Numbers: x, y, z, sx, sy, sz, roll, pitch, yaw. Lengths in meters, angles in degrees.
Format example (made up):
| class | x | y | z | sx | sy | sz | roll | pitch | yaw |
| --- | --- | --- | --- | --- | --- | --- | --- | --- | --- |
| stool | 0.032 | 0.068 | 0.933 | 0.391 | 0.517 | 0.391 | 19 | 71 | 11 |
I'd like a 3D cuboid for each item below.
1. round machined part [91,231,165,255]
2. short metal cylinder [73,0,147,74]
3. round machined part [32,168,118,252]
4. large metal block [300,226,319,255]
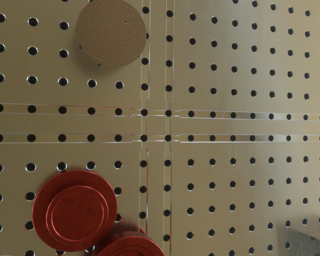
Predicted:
| class | x | y | z | sx | sy | sz | roll | pitch | yaw |
| --- | --- | --- | --- | --- | --- | --- | --- | --- | --- |
| round machined part | -0.043 | 0.178 | 0.388 | 0.099 | 0.042 | 0.097 | 0 | 90 | -20 |
| short metal cylinder | -0.062 | -0.109 | 0.376 | 0.081 | 0.050 | 0.080 | 0 | 90 | -20 |
| round machined part | -0.099 | 0.099 | 0.367 | 0.099 | 0.042 | 0.097 | 0 | 90 | -20 |
| large metal block | 0.282 | 0.206 | 0.503 | 0.081 | 0.050 | 0.080 | -7 | 93 | -20 |
